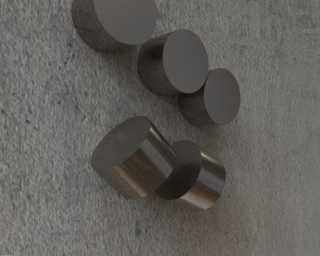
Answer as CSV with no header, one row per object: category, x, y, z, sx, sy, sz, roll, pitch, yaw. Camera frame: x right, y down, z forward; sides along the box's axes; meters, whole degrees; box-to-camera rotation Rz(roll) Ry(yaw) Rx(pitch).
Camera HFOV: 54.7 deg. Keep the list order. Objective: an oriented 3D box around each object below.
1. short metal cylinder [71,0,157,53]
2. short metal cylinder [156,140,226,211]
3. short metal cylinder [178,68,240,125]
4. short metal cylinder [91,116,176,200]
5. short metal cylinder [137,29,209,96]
short metal cylinder,-0.051,-0.129,0.347,0.081,0.050,0.079,0,90,-40
short metal cylinder,0.037,0.062,0.403,0.050,0.080,0.080,32,70,-36
short metal cylinder,0.072,-0.044,0.451,0.081,0.050,0.079,0,90,-40
short metal cylinder,-0.029,0.032,0.346,0.050,0.080,0.080,52,60,-28
short metal cylinder,0.018,-0.083,0.405,0.081,0.050,0.079,0,90,-40
